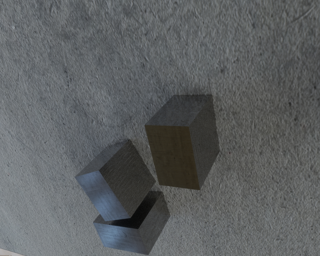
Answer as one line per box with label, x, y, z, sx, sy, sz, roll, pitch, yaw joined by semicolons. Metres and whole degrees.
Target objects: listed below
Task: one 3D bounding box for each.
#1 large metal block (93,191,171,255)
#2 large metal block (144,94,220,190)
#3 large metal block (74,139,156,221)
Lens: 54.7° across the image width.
large metal block;-0.041;0.141;0.481;0.080;0.080;0.050;-2;117;29
large metal block;0.031;0.013;0.364;0.050;0.080;0.080;2;119;27
large metal block;-0.061;0.075;0.450;0.050;0.080;0.080;-19;109;35
